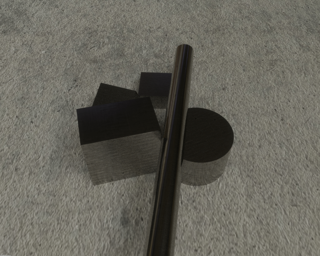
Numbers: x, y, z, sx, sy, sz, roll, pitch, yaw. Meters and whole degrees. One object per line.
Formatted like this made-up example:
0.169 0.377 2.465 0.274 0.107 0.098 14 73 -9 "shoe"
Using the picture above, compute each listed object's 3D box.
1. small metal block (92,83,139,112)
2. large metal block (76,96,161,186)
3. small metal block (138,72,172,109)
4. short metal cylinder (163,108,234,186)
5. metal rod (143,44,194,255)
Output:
-0.061 -0.028 0.413 0.050 0.025 0.050 15 77 11 "small metal block"
-0.044 0.016 0.353 0.081 0.080 0.050 -11 51 -10 "large metal block"
-0.004 -0.054 0.449 0.050 0.025 0.050 2 50 1 "small metal block"
0.043 0.022 0.369 0.081 0.050 0.080 0 50 0 "short metal cylinder"
0.015 0.009 0.330 0.025 0.025 0.300 6 50 4 "metal rod"
